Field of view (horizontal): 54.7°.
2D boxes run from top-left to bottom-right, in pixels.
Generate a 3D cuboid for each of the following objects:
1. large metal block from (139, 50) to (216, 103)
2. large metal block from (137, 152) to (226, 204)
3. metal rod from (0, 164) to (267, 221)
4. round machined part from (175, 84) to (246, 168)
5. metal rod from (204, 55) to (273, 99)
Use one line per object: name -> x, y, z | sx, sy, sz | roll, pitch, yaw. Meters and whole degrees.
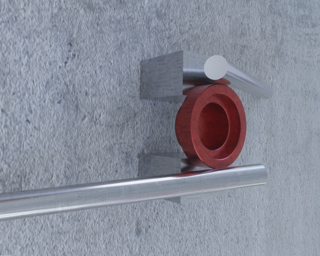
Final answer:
large metal block -> 0.030, -0.061, 0.397 | 0.081, 0.080, 0.050 | 1, 89, -40
large metal block -> 0.028, 0.059, 0.396 | 0.081, 0.080, 0.050 | 1, 89, -40
metal rod -> -0.027, 0.063, 0.313 | 0.303, 0.025, 0.025 | -4, 93, -18
round machined part -> 0.056, -0.002, 0.368 | 0.099, 0.042, 0.097 | 0, 90, -40
metal rod -> 0.127, -0.063, 0.445 | 0.301, 0.025, 0.025 | -2, 92, -62
